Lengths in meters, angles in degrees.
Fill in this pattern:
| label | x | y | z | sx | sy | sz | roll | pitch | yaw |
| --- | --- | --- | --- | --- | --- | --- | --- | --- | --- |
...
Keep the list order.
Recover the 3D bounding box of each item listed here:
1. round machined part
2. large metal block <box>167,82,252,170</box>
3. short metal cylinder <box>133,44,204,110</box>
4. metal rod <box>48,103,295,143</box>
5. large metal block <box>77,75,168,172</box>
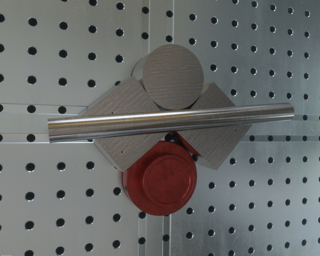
| label | x | y | z | sx | sy | sz | roll | pitch | yaw |
| --- | --- | --- | --- | --- | --- | --- | --- | --- | --- |
| round machined part | 0.005 | 0.065 | 0.401 | 0.099 | 0.042 | 0.097 | 0 | 90 | -20 |
| large metal block | 0.062 | -0.003 | 0.416 | 0.080 | 0.050 | 0.080 | 44 | 77 | -15 |
| short metal cylinder | 0.009 | -0.062 | 0.399 | 0.081 | 0.050 | 0.079 | 0 | 90 | -20 |
| metal rod | 0.029 | -0.009 | 0.364 | 0.303 | 0.025 | 0.025 | -5 | 92 | -20 |
| large metal block | -0.045 | -0.006 | 0.379 | 0.080 | 0.050 | 0.080 | -41 | 105 | -16 |
